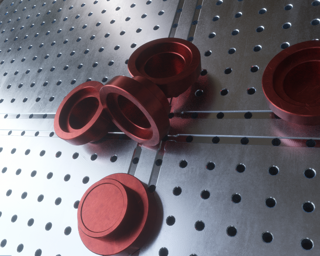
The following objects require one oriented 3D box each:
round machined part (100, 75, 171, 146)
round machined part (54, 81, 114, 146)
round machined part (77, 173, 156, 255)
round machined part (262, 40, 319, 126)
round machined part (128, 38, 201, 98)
[{"bbox_3d":[-0.026,-0.027,0.394,0.098,0.098,0.042,21,56,35],"label":"round machined part"},{"bbox_3d":[-0.105,-0.018,0.457,0.098,0.042,0.098,-17,54,25],"label":"round machined part"},{"bbox_3d":[-0.057,0.099,0.365,0.098,0.042,0.098,-13,56,20],"label":"round machined part"},{"bbox_3d":[0.165,-0.045,0.338,0.098,0.042,0.098,-13,56,20],"label":"round machined part"},{"bbox_3d":[0.008,-0.079,0.429,0.099,0.042,0.098,-5,50,7],"label":"round machined part"}]
